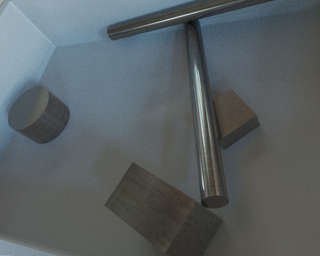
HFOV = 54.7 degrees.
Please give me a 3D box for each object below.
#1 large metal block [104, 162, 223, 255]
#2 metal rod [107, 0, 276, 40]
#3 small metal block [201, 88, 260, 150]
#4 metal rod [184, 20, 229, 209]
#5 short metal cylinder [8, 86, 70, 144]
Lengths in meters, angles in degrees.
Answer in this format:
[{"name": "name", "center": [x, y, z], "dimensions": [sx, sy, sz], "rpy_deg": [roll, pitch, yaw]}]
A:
[{"name": "large metal block", "center": [0.006, 0.086, 0.312], "dimensions": [0.080, 0.080, 0.050], "rpy_deg": [26, 78, 36]}, {"name": "metal rod", "center": [0.043, -0.168, 0.451], "dimensions": [0.300, 0.025, 0.025], "rpy_deg": [-2, 61, 33]}, {"name": "small metal block", "center": [0.081, -0.011, 0.369], "dimensions": [0.050, 0.025, 0.050], "rpy_deg": [-36, 52, 4]}, {"name": "metal rod", "center": [0.049, -0.046, 0.378], "dimensions": [0.025, 0.025, 0.300], "rpy_deg": [-17, 46, 18]}, {"name": "short metal cylinder", "center": [-0.196, -0.021, 0.502], "dimensions": [0.080, 0.050, 0.080], "rpy_deg": [-13, 56, 20]}]
